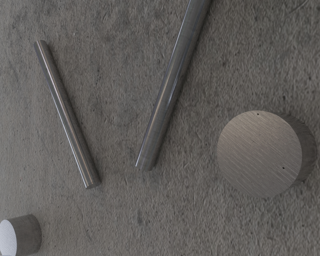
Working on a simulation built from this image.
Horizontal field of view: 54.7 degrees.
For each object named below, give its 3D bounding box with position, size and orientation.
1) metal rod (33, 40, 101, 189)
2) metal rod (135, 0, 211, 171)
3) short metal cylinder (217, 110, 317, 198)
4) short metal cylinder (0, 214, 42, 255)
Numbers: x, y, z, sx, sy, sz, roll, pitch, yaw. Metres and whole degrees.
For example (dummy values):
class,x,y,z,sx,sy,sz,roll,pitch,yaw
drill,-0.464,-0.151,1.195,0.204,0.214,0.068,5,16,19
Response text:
class,x,y,z,sx,sy,sz,roll,pitch,yaw
metal rod,-0.168,-0.034,0.543,0.025,0.025,0.299,-40,66,33
metal rod,0.024,-0.083,0.384,0.025,0.025,0.298,30,109,36
short metal cylinder,0.104,0.024,0.303,0.080,0.050,0.079,0,90,40
short metal cylinder,-0.281,0.219,0.621,0.080,0.050,0.079,0,90,40
